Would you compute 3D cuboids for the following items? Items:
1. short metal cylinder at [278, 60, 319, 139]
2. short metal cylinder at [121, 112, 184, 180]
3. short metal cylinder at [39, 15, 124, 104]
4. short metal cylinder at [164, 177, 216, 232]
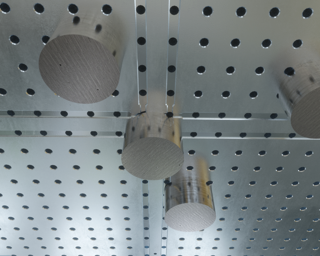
[{"bbox_3d":[0.189,-0.033,0.369,0.081,0.050,0.079,0,130,0],"label":"short metal cylinder"},{"bbox_3d":[-0.009,0.025,0.416,0.081,0.050,0.079,0,130,0],"label":"short metal cylinder"},{"bbox_3d":[-0.081,-0.073,0.332,0.081,0.050,0.079,0,130,0],"label":"short metal cylinder"},{"bbox_3d":[0.047,0.124,0.502,0.081,0.050,0.079,0,130,0],"label":"short metal cylinder"}]
